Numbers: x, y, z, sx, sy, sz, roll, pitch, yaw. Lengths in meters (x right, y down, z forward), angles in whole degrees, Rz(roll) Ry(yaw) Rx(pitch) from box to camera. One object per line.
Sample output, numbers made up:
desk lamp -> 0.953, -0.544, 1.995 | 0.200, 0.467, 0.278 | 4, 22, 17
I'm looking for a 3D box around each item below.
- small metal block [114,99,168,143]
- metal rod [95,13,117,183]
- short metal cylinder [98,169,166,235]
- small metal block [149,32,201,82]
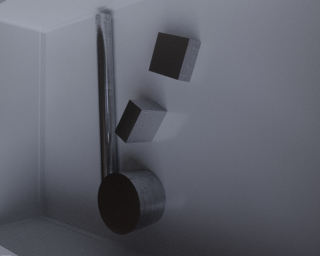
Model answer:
small metal block -> -0.025, -0.008, 0.409 | 0.025, 0.050, 0.050 | 41, 115, 32
metal rod -> -0.081, -0.022, 0.471 | 0.025, 0.025, 0.298 | -4, 88, 39
short metal cylinder -> -0.039, 0.098, 0.421 | 0.080, 0.050, 0.079 | 0, 90, 39
small metal block -> 0.018, -0.089, 0.390 | 0.050, 0.025, 0.050 | 25, 105, 37
